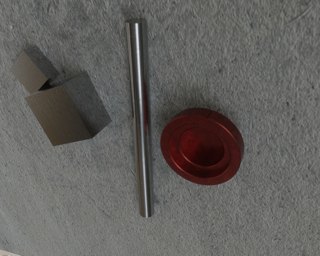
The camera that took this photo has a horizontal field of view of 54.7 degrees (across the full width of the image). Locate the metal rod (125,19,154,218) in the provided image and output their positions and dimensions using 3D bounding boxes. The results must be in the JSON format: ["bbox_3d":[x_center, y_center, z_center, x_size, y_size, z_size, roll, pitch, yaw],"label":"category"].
[{"bbox_3d":[-0.024,0.008,0.422,0.025,0.025,0.298,12,124,21],"label":"metal rod"}]

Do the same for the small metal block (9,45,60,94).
[{"bbox_3d":[-0.182,-0.082,0.450,0.050,0.025,0.050,-32,101,38],"label":"small metal block"}]

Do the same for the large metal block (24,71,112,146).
[{"bbox_3d":[-0.129,-0.026,0.441,0.080,0.050,0.080,-11,113,32],"label":"large metal block"}]

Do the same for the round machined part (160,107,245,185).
[{"bbox_3d":[0.054,0.018,0.378,0.098,0.042,0.097,13,124,20],"label":"round machined part"}]
